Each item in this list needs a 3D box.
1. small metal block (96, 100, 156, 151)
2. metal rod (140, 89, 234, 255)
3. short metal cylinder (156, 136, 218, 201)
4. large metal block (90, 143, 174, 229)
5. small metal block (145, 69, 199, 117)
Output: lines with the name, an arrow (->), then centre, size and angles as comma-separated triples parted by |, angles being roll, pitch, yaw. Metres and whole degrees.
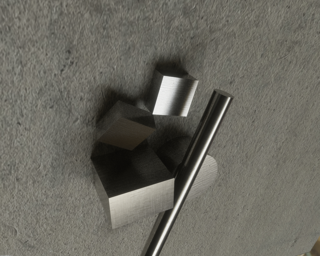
small metal block -> -0.041, -0.001, 0.372 | 0.050, 0.025, 0.050 | 20, 133, -36
metal rod -> 0.023, 0.089, 0.411 | 0.025, 0.025, 0.298 | 8, 115, -32
short metal cylinder -> 0.035, 0.058, 0.448 | 0.081, 0.050, 0.079 | -14, 124, -21
large metal block -> -0.036, 0.070, 0.396 | 0.081, 0.080, 0.050 | -14, 124, -21
small metal block -> 0.014, -0.044, 0.389 | 0.050, 0.025, 0.050 | 2, 117, -30
